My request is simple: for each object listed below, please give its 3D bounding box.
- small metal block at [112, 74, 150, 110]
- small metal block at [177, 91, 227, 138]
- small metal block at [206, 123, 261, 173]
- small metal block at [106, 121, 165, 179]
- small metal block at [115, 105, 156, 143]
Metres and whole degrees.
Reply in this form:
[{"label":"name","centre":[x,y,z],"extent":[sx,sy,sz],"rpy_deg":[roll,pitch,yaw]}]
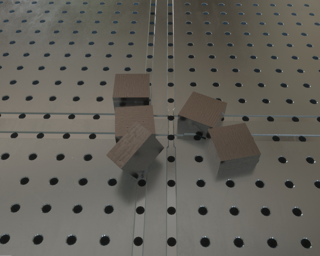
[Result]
[{"label":"small metal block","centre":[-0.040,-0.053,0.453],"extent":[0.050,0.025,0.050],"rpy_deg":[0,50,0]},{"label":"small metal block","centre":[0.058,-0.018,0.423],"extent":[0.050,0.025,0.050],"rpy_deg":[22,53,17]},{"label":"small metal block","centre":[0.090,0.024,0.388],"extent":[0.050,0.025,0.050],"rpy_deg":[-9,51,-8]},{"label":"small metal block","centre":[-0.027,0.027,0.359],"extent":[0.025,0.050,0.050],"rpy_deg":[38,83,27]},{"label":"small metal block","centre":[-0.033,-0.002,0.410],"extent":[0.050,0.025,0.050],"rpy_deg":[-4,50,-4]}]
